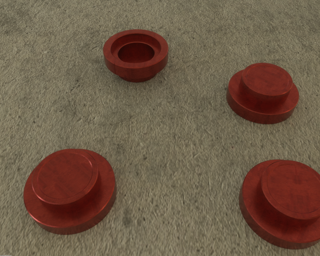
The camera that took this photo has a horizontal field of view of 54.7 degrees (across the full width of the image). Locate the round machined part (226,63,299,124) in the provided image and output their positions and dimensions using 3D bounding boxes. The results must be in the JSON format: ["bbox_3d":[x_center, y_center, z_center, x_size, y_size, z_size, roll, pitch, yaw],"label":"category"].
[{"bbox_3d":[0.147,-0.056,0.440,0.099,0.042,0.098,0,50,0],"label":"round machined part"}]

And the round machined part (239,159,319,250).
[{"bbox_3d":[0.138,0.074,0.331,0.099,0.042,0.098,0,50,0],"label":"round machined part"}]

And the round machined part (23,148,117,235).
[{"bbox_3d":[-0.099,0.061,0.340,0.099,0.042,0.098,0,50,0],"label":"round machined part"}]

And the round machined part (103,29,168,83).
[{"bbox_3d":[-0.037,-0.108,0.483,0.099,0.042,0.098,0,50,0],"label":"round machined part"}]
